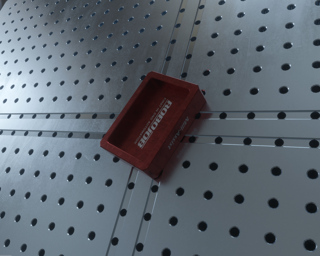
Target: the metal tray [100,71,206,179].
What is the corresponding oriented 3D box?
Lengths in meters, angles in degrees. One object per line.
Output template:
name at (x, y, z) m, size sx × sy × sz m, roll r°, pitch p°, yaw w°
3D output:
metal tray at (-0.010, -0.009, 0.416) m, size 0.090 × 0.030 × 0.130 m, roll 24°, pitch 75°, yaw 36°
